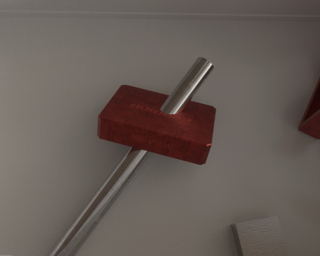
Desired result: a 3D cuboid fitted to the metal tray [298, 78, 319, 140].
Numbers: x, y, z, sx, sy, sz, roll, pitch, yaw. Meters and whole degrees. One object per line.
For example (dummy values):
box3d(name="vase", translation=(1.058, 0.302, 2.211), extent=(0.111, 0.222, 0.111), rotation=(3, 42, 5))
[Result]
box3d(name="metal tray", translation=(0.232, -0.057, 0.398), extent=(0.030, 0.090, 0.130), rotation=(28, 72, 9))

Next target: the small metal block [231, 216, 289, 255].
box3d(name="small metal block", translation=(0.116, 0.134, 0.362), extent=(0.050, 0.025, 0.050), rotation=(-9, 70, -4))

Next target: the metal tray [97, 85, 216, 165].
box3d(name="metal tray", translation=(0.000, -0.008, 0.385), extent=(0.131, 0.030, 0.090), rotation=(14, 35, 5))

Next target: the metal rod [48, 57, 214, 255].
box3d(name="metal rod", translation=(-0.030, 0.035, 0.376), extent=(0.025, 0.025, 0.300), rotation=(35, 81, 11))
